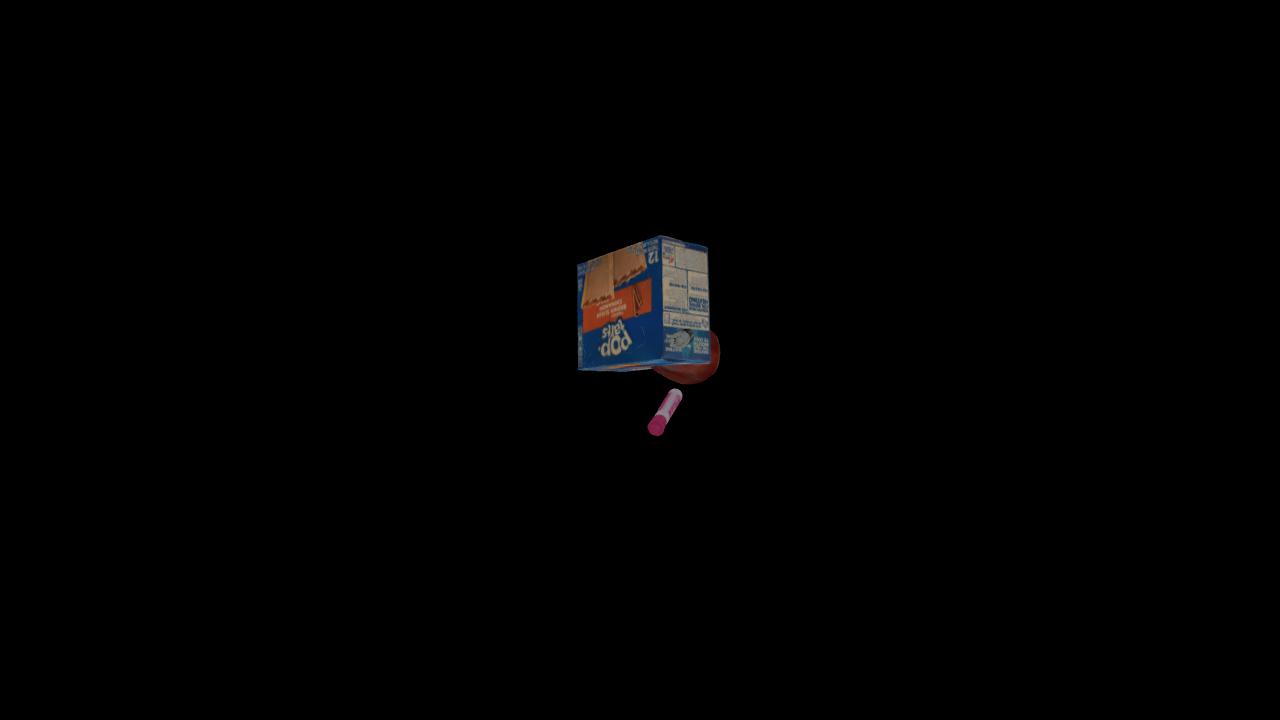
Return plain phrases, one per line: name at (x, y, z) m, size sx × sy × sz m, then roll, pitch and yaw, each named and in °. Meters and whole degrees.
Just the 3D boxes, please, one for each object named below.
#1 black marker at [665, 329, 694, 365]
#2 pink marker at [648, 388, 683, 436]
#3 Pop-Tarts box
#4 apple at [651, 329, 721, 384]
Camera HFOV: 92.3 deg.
black marker at (0.061, -0.035, 0.721) m, size 0.020 × 0.020 × 0.121 m, roll 0°, pitch 14°, yaw 20°
pink marker at (0.031, 0.061, 0.728) m, size 0.020 × 0.020 × 0.121 m, roll 0°, pitch 15°, yaw 15°
Pop-Tarts box at (0.000, -0.060, 0.754) m, size 0.083 × 0.141 × 0.167 m, roll 3°, pitch -6°, yaw -39°
apple at (0.055, -0.010, 0.752) m, size 0.093 × 0.079 × 0.079 m, roll 7°, pitch -2°, yaw -20°
